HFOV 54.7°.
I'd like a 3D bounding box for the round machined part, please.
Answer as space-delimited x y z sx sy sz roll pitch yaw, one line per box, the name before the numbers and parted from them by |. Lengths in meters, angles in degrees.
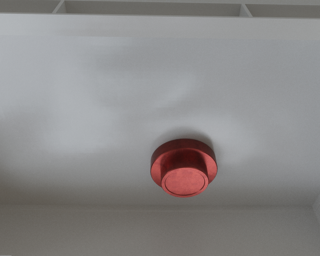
round machined part | 0.035 0.065 0.454 0.099 0.042 0.097 0 130 0
